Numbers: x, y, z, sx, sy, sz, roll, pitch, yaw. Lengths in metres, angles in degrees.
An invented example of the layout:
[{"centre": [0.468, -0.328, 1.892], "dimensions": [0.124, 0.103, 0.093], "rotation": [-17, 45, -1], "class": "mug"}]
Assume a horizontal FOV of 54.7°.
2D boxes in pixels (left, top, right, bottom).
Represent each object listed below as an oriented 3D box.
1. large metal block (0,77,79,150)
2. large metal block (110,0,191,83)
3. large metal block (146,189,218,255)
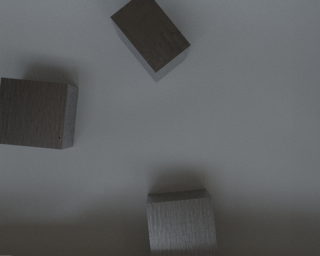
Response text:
[{"centre": [-0.155, -0.018, 0.397], "dimensions": [0.081, 0.050, 0.079], "rotation": [5, 90, -1], "class": "large metal block"}, {"centre": [-0.011, -0.108, 0.384], "dimensions": [0.050, 0.080, 0.080], "rotation": [-39, 91, 0], "class": "large metal block"}, {"centre": [0.027, 0.127, 0.399], "dimensions": [0.081, 0.050, 0.079], "rotation": [-5, 90, -1], "class": "large metal block"}]
